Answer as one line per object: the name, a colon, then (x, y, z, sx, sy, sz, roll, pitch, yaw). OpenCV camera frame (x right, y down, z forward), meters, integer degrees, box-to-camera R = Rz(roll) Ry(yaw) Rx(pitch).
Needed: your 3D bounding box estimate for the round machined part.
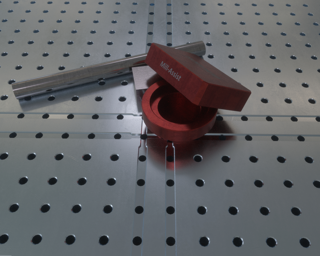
round machined part: (0.025, -0.020, 0.414, 0.099, 0.042, 0.098, 0, 50, 0)

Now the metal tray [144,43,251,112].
metal tray: (0.049, -0.071, 0.423, 0.091, 0.030, 0.130, 4, 30, -38)

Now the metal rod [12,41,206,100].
metal rod: (-0.070, -0.094, 0.485, 0.302, 0.025, 0.025, -16, 52, -13)

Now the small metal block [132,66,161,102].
small metal block: (-0.014, -0.068, 0.465, 0.050, 0.025, 0.050, -8, 51, -7)
